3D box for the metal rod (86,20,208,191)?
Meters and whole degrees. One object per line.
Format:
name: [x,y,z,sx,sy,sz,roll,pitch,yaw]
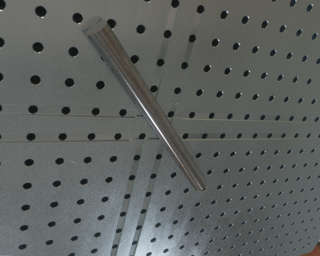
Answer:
metal rod: [0.001,-0.005,0.408,0.025,0.025,0.300,-37,129,-4]
